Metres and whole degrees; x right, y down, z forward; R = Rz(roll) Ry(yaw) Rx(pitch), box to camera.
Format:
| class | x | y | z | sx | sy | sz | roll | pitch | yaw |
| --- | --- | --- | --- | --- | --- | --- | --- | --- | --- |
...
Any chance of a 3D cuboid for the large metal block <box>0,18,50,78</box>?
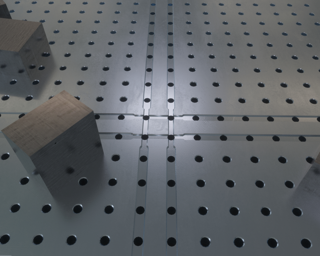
| class | x | y | z | sx | sy | sz | roll | pitch | yaw |
| --- | --- | --- | --- | --- | --- | --- | --- | --- | --- |
| large metal block | -0.239 | -0.131 | 0.501 | 0.080 | 0.050 | 0.080 | 8 | 51 | 7 |

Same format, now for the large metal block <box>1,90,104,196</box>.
| class | x | y | z | sx | sy | sz | roll | pitch | yaw |
| --- | --- | --- | --- | --- | --- | --- | --- | --- | --- |
| large metal block | -0.117 | 0.017 | 0.357 | 0.050 | 0.080 | 0.080 | 33 | 58 | 25 |

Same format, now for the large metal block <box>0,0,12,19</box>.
| class | x | y | z | sx | sy | sz | roll | pitch | yaw |
| --- | --- | --- | --- | --- | --- | --- | --- | --- | --- |
| large metal block | -0.325 | -0.207 | 0.565 | 0.080 | 0.050 | 0.080 | -29 | 56 | -22 |

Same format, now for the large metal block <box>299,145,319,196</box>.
| class | x | y | z | sx | sy | sz | roll | pitch | yaw |
| --- | --- | --- | --- | --- | --- | --- | --- | --- | --- |
| large metal block | 0.221 | 0.046 | 0.354 | 0.080 | 0.050 | 0.080 | 30 | 56 | 23 |
